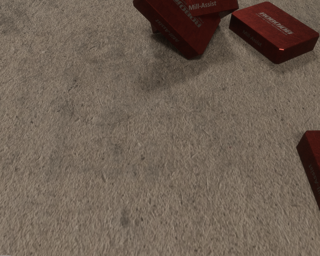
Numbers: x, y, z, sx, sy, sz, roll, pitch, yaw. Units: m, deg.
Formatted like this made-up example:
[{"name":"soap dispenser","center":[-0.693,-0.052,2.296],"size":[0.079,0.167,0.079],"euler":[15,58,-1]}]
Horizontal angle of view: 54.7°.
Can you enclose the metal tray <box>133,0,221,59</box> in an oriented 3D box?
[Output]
[{"name":"metal tray","center":[0.031,-0.185,0.491],"size":[0.130,0.030,0.090],"euler":[39,65,-24]}]

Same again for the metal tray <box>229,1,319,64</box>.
[{"name":"metal tray","center":[0.197,-0.172,0.547],"size":[0.091,0.030,0.130],"euler":[-24,54,-19]}]

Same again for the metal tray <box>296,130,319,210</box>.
[{"name":"metal tray","center":[0.223,0.061,0.352],"size":[0.091,0.030,0.130],"euler":[-1,50,-1]}]

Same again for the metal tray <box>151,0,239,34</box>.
[{"name":"metal tray","center":[0.056,-0.197,0.531],"size":[0.131,0.030,0.090],"euler":[-16,9,-13]}]
